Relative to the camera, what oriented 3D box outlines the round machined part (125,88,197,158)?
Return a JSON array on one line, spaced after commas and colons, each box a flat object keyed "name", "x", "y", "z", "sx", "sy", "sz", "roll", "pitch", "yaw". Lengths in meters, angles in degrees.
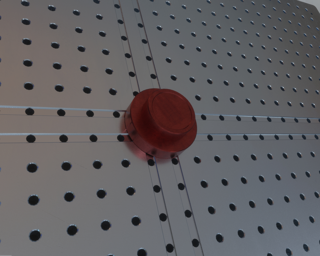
[{"name": "round machined part", "x": 0.007, "y": -0.013, "z": 0.410, "sx": 0.099, "sy": 0.042, "sz": 0.098, "roll": 14, "pitch": 56, "yaw": -21}]
